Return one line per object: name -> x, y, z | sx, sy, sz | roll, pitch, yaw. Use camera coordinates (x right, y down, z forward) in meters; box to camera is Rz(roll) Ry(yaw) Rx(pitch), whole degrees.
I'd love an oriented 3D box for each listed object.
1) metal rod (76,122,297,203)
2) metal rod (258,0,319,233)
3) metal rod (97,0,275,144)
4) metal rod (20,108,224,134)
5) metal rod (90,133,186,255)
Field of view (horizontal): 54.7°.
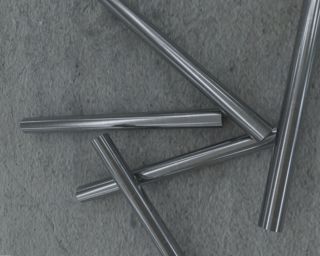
metal rod -> 0.022, 0.049, 0.400 | 0.300, 0.025, 0.025 | -19, 84, 18
metal rod -> 0.149, -0.040, 0.335 | 0.025, 0.025, 0.298 | 12, 86, 19
metal rod -> 0.017, -0.092, 0.389 | 0.300, 0.025, 0.025 | 45, 104, 19
metal rod -> -0.065, -0.008, 0.430 | 0.301, 0.025, 0.025 | -2, 90, 19
metal rod -> 0.003, 0.138, 0.389 | 0.025, 0.025, 0.299 | -34, 86, 16
